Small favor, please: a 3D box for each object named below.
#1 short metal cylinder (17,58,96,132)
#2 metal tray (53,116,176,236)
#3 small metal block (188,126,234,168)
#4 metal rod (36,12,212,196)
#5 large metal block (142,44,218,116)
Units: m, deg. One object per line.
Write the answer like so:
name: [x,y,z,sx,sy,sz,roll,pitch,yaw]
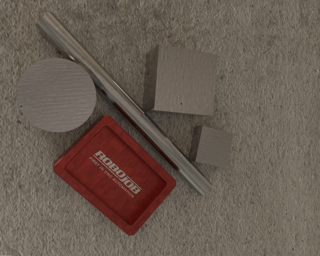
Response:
short metal cylinder: [-0.117,-0.035,0.354,0.081,0.050,0.079,0,90,-21]
metal tray: [-0.054,0.059,0.388,0.130,0.030,0.090,46,76,-15]
small metal block: [0.071,0.027,0.439,0.050,0.025,0.050,14,85,-20]
metal rod: [-0.036,-0.020,0.397,0.025,0.025,0.300,-47,105,-14]
large metal block: [0.025,-0.058,0.407,0.081,0.050,0.080,5,89,-20]
